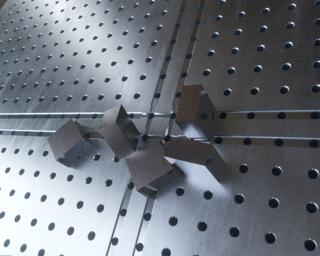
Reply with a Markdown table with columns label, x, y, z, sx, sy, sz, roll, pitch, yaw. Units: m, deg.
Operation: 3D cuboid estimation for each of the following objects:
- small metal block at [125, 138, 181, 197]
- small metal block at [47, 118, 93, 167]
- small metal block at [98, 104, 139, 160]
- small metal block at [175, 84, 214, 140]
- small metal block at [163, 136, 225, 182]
| label | x | y | z | sx | sy | sz | roll | pitch | yaw |
| --- | --- | --- | --- | --- | --- | --- | --- | --- | --- |
| small metal block | -0.010 | 0.049 | 0.385 | 0.050 | 0.025 | 0.050 | -32 | 52 | 7 |
| small metal block | -0.136 | 0.021 | 0.468 | 0.050 | 0.025 | 0.050 | -40 | 51 | 1 |
| small metal block | -0.052 | 0.004 | 0.407 | 0.025 | 0.050 | 0.050 | -23 | 27 | 15 |
| small metal block | 0.044 | -0.018 | 0.381 | 0.025 | 0.050 | 0.050 | -1 | 61 | 28 |
| small metal block | 0.040 | 0.036 | 0.350 | 0.050 | 0.050 | 0.025 | 10 | 67 | 32 |
